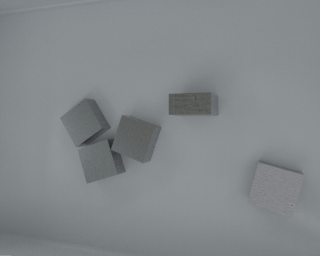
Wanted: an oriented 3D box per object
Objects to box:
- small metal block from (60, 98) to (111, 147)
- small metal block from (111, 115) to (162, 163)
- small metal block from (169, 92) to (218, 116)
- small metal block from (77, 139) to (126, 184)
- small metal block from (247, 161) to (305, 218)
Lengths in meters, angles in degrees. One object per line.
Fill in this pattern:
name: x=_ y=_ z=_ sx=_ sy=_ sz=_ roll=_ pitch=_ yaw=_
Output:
small metal block: x=-0.108 y=-0.007 z=0.447 sx=0.050 sy=0.025 sz=0.050 roll=-35 pitch=79 yaw=16
small metal block: x=-0.032 y=0.014 z=0.421 sx=0.050 sy=0.025 sz=0.050 roll=21 pitch=97 yaw=18
small metal block: x=0.043 y=-0.028 z=0.382 sx=0.050 sy=0.050 sz=0.025 roll=0 pitch=90 yaw=19
small metal block: x=-0.083 y=0.047 z=0.438 sx=0.050 sy=0.025 sz=0.050 roll=-19 pitch=84 yaw=18
small metal block: x=0.135 y=0.070 z=0.363 sx=0.050 sy=0.025 sz=0.050 roll=15 pitch=95 yaw=19
